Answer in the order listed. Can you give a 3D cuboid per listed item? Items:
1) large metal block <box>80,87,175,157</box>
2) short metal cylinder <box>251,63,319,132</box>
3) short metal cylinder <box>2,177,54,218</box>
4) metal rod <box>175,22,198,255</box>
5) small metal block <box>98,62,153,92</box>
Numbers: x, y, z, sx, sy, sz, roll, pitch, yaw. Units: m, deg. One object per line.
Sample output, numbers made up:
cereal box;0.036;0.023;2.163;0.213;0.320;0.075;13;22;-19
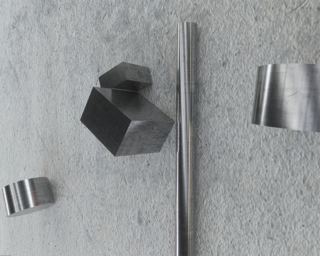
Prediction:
large metal block;-0.042;-0.009;0.404;0.080;0.081;0.050;40;115;32
short metal cylinder;0.123;-0.025;0.268;0.080;0.081;0.050;9;96;39
short metal cylinder;-0.241;0.127;0.568;0.080;0.081;0.050;-29;72;36
metal rod;0.032;0.024;0.378;0.025;0.025;0.298;1;91;40
small metal block;-0.047;-0.066;0.428;0.050;0.050;0.025;-23;76;38
